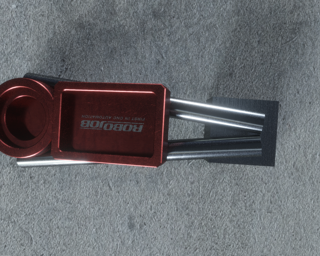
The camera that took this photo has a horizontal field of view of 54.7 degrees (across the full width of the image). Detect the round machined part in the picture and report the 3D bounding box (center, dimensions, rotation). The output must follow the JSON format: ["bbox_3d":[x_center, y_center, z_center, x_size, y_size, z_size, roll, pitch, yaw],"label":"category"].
[{"bbox_3d":[-0.166,-0.012,0.395,0.098,0.042,0.097,0,90,10],"label":"round machined part"}]

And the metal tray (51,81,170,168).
[{"bbox_3d":[-0.057,-0.006,0.356,0.131,0.030,0.089,3,90,12],"label":"metal tray"}]

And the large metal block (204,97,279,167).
[{"bbox_3d":[0.101,0.004,0.398,0.081,0.050,0.079,4,90,-1],"label":"large metal block"}]

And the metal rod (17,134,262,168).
[{"bbox_3d":[-0.034,0.030,0.379,0.301,0.025,0.025,-4,90,12],"label":"metal rod"}]

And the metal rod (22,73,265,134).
[{"bbox_3d":[-0.030,-0.033,0.378,0.301,0.025,0.025,11,90,12],"label":"metal rod"}]
